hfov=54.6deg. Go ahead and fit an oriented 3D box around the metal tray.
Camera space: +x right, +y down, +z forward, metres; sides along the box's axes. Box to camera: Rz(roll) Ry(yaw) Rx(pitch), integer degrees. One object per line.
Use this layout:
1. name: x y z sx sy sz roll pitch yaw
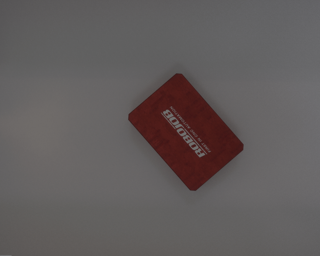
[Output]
1. metal tray: 0.033 0.005 0.409 0.090 0.030 0.130 -41 90 0
